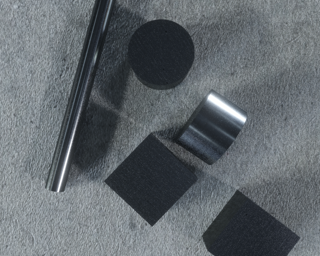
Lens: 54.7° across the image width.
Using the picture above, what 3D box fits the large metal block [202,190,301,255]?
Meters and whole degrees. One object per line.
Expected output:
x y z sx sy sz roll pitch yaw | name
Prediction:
0.114 0.140 0.399 0.080 0.050 0.080 37 90 0 | large metal block

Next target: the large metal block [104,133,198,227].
-0.011 0.063 0.398 0.080 0.050 0.080 44 90 0 | large metal block

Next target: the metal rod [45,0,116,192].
-0.100 -0.064 0.409 0.025 0.025 0.298 15 90 0 | metal rod

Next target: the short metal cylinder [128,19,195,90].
0.002 -0.091 0.397 0.081 0.050 0.080 0 90 0 | short metal cylinder

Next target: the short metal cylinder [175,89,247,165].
0.062 -0.001 0.383 0.050 0.080 0.080 34 90 0 | short metal cylinder
